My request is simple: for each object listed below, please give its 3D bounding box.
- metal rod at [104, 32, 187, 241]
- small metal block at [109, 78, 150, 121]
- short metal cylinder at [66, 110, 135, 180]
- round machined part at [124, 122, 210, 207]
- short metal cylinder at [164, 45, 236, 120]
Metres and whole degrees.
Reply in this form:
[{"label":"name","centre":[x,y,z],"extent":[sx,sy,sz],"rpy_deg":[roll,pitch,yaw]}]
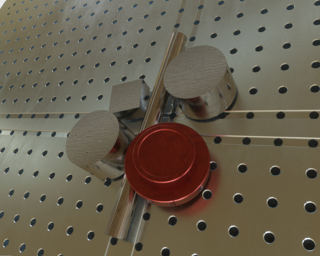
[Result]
[{"label":"metal rod","centre":[-0.011,-0.006,0.413],"extent":[0.025,0.025,0.300],"rpy_deg":[3,63,29]},{"label":"small metal block","centre":[-0.044,-0.040,0.450],"extent":[0.050,0.025,0.050],"rpy_deg":[-10,57,22]},{"label":"short metal cylinder","centre":[-0.076,0.023,0.413],"extent":[0.080,0.050,0.080],"rpy_deg":[-13,56,21]},{"label":"round machined part","centre":[0.007,0.036,0.351],"extent":[0.098,0.042,0.098],"rpy_deg":[-4,62,8]},{"label":"short metal cylinder","centre":[0.051,-0.058,0.395],"extent":[0.080,0.050,0.080],"rpy_deg":[-13,56,21]}]
